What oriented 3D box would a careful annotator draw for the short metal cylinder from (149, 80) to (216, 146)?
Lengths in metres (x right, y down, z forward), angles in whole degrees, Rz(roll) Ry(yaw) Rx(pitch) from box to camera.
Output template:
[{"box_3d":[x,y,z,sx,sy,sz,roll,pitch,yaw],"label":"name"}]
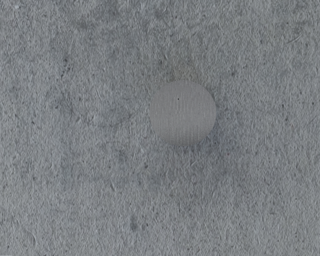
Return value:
[{"box_3d":[0.028,-0.018,0.398,0.080,0.050,0.080,0,90,0],"label":"short metal cylinder"}]
